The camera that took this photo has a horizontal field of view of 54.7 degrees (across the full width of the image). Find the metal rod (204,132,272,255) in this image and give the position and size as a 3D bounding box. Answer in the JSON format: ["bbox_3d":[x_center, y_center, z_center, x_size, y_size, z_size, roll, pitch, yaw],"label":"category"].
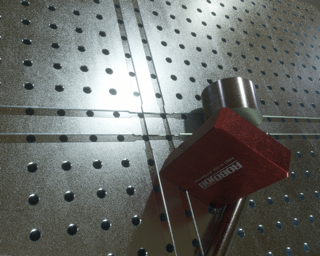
[{"bbox_3d":[0.094,0.108,0.394,0.025,0.025,0.301,39,51,-2],"label":"metal rod"}]

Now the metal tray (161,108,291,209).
[{"bbox_3d":[0.069,0.042,0.354,0.090,0.129,0.030,34,51,-7],"label":"metal tray"}]

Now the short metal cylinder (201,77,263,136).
[{"bbox_3d":[0.102,-0.029,0.448,0.081,0.080,0.050,10,57,-23],"label":"short metal cylinder"}]
